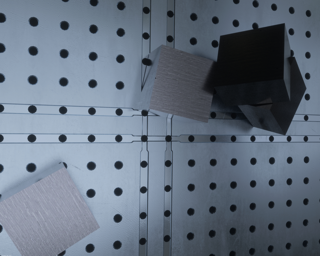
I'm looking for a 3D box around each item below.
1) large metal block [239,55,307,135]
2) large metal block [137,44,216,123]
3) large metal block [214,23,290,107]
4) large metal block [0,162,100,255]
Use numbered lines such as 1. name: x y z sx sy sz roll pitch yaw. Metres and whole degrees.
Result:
1. large metal block: 0.160 -0.047 0.440 0.080 0.050 0.080 38 76 -47
2. large metal block: 0.023 -0.054 0.408 0.081 0.050 0.080 13 86 -20
3. large metal block: 0.119 -0.077 0.394 0.050 0.080 0.080 43 51 -51
4. large metal block: -0.127 0.096 0.353 0.080 0.050 0.080 -30 100 -18
